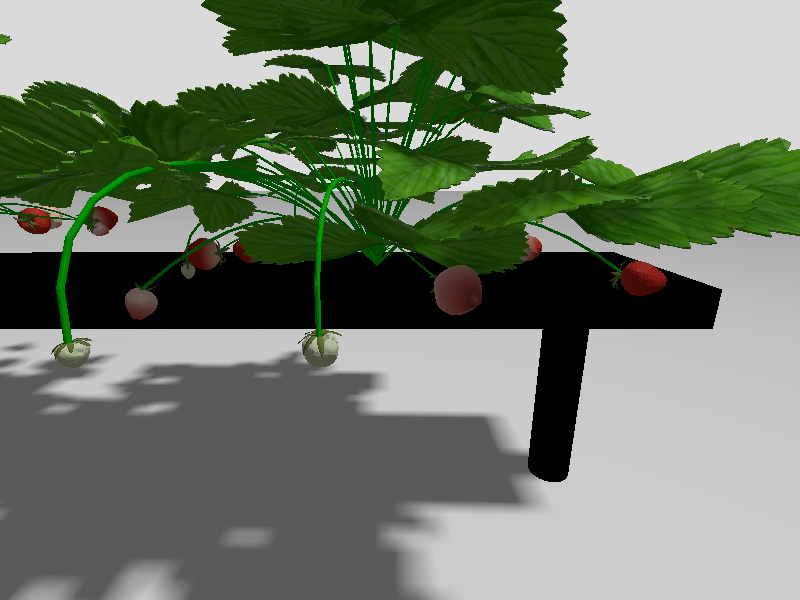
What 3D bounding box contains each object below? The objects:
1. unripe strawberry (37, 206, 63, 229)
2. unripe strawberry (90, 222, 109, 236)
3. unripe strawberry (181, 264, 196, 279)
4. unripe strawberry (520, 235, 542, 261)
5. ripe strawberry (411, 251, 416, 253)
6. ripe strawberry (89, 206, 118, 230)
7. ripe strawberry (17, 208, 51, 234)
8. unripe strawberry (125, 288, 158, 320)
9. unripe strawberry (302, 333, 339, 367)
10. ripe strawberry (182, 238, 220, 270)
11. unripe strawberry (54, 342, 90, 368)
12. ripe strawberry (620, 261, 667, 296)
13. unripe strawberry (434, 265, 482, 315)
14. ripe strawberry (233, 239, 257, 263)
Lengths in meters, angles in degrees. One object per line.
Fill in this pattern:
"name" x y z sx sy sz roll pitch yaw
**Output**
"unripe strawberry" -0.549 -0.130 0.627 0.034 0.036 0.037 -4 17 -14
"unripe strawberry" -0.393 -0.092 0.526 0.020 0.018 0.018 7 -7 22
"unripe strawberry" -0.154 -0.021 0.291 0.010 0.011 0.011 -8 19 -25
"unripe strawberry" 0.118 -0.047 0.365 0.024 0.025 0.022 -1 17 -5
"ripe strawberry" 0.023 -0.059 0.400 0.029 0.025 0.029 14 21 39
"ripe strawberry" -0.424 -0.116 0.572 0.039 0.035 0.036 3 17 11
"ripe strawberry" -0.511 -0.111 0.563 0.035 0.037 0.037 -3 13 -10
"unripe strawberry" -0.143 0.002 0.221 0.017 0.017 0.015 14 1 39
"unripe strawberry" -0.030 0.020 0.154 0.014 0.013 0.013 1 17 3
"ripe strawberry" -0.167 -0.039 0.336 0.029 0.028 0.026 -4 17 -6
"unripe strawberry" -0.118 0.020 0.144 0.009 0.010 0.010 7 18 23
"ripe strawberry" 0.156 -0.014 0.257 0.026 0.022 0.026 15 22 26
"unripe strawberry" 0.034 -0.004 0.222 0.027 0.029 0.030 -7 19 -21
"ripe strawberry" -0.135 -0.046 0.360 0.028 0.024 0.028 1 17 4
